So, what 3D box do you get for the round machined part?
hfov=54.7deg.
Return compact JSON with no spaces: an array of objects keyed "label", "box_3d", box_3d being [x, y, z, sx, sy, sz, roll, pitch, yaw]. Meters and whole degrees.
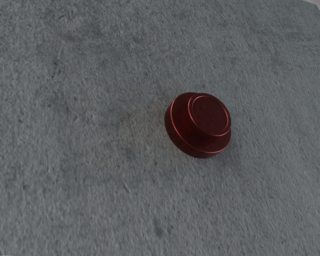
[{"label":"round machined part","box_3d":[0.059,-0.010,0.433,0.099,0.042,0.098,14,56,-21]}]
